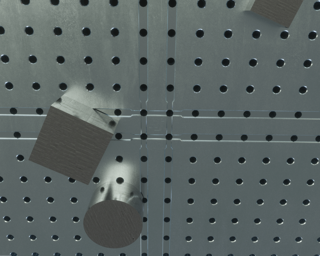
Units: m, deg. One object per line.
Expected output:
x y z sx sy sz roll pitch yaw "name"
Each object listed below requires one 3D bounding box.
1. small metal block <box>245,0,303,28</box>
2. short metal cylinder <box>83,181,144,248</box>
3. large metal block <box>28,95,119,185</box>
0.135 -0.150 0.359 0.050 0.025 0.050 21 109 -8 "small metal block"
-0.064 0.123 0.445 0.081 0.050 0.079 0 110 0 "short metal cylinder"
-0.110 0.015 0.405 0.080 0.050 0.080 25 108 -9 "large metal block"
